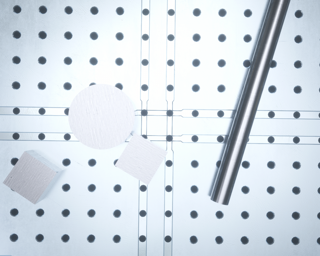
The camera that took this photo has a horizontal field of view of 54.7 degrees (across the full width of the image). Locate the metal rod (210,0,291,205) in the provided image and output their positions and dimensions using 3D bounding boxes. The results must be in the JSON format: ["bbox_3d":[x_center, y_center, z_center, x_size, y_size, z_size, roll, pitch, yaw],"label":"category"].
[{"bbox_3d":[0.122,-0.044,0.414,0.025,0.025,0.298,17,90,0],"label":"metal rod"}]

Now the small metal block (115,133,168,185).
[{"bbox_3d":[-0.024,0.040,0.413,0.050,0.025,0.050,31,90,0],"label":"small metal block"}]

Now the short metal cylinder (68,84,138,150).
[{"bbox_3d":[-0.071,-0.014,0.400,0.081,0.050,0.080,0,90,0],"label":"short metal cylinder"}]

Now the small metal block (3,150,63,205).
[{"bbox_3d":[-0.168,0.064,0.412,0.050,0.025,0.050,34,90,0],"label":"small metal block"}]
